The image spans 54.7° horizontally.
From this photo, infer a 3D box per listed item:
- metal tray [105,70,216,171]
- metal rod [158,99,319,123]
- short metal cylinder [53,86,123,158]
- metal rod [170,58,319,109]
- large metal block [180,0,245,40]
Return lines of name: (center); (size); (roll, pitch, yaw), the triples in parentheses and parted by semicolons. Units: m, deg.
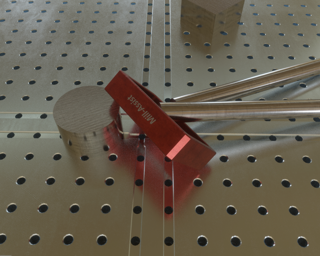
metal tray: (0.001, -0.009, 0.372); (0.030, 0.090, 0.130); (-49, 59, 8)
metal rod: (0.146, -0.024, 0.401); (0.302, 0.025, 0.025); (-2, 50, -14)
short metal cylinder: (-0.090, -0.009, 0.398); (0.081, 0.050, 0.080); (0, 50, 0)
metal rod: (0.153, -0.067, 0.449); (0.302, 0.025, 0.025); (-17, 52, -21)
large metal block: (0.096, -0.218, 0.576); (0.080, 0.050, 0.080); (-35, 59, -26)
